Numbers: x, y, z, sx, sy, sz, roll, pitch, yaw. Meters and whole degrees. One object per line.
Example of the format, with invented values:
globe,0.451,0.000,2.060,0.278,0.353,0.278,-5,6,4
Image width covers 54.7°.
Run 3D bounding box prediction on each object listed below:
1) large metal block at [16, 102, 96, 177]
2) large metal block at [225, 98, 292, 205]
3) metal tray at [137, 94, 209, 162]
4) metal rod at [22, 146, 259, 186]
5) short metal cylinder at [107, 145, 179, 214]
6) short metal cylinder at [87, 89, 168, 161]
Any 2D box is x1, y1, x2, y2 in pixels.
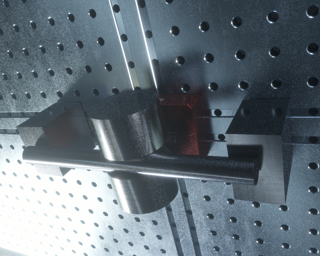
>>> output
large metal block,-0.151,0.014,0.463,0.050,0.080,0.080,1,119,28
large metal block,0.109,0.022,0.330,0.050,0.080,0.080,1,119,28
metal tray,-0.007,0.004,0.414,0.130,0.030,0.089,1,119,27
metal rod,-0.044,0.039,0.354,0.300,0.025,0.025,1,119,27
short metal cylinder,-0.021,0.060,0.385,0.080,0.080,0.050,1,119,28
short metal cylinder,-0.036,-0.006,0.352,0.080,0.080,0.050,1,119,28
